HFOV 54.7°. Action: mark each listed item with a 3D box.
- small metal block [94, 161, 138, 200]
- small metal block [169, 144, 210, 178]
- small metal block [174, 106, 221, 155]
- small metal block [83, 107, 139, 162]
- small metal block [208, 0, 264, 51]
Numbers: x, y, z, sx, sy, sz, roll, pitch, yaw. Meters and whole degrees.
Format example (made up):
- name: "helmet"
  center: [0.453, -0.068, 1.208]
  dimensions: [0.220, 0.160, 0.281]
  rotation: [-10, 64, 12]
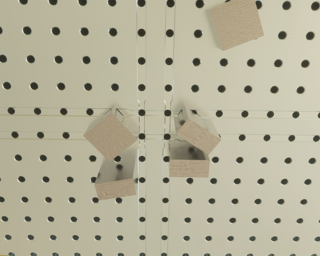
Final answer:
- name: "small metal block"
  center: [-0.058, 0.071, 0.426]
  dimensions: [0.050, 0.050, 0.025]
  rotation: [-9, 110, 3]
- name: "small metal block"
  center: [0.037, 0.043, 0.417]
  dimensions: [0.050, 0.050, 0.025]
  rotation: [1, 110, -1]
- name: "small metal block"
  center: [0.047, 0.002, 0.402]
  dimensions: [0.050, 0.050, 0.025]
  rotation: [33, 107, -12]
- name: "small metal block"
  center: [-0.065, 0.009, 0.416]
  dimensions: [0.050, 0.025, 0.050]
  rotation: [-38, 106, 12]
- name: "small metal block"
  center: [0.089, -0.126, 0.368]
  dimensions: [0.050, 0.025, 0.050]
  rotation: [-20, 109, 7]
